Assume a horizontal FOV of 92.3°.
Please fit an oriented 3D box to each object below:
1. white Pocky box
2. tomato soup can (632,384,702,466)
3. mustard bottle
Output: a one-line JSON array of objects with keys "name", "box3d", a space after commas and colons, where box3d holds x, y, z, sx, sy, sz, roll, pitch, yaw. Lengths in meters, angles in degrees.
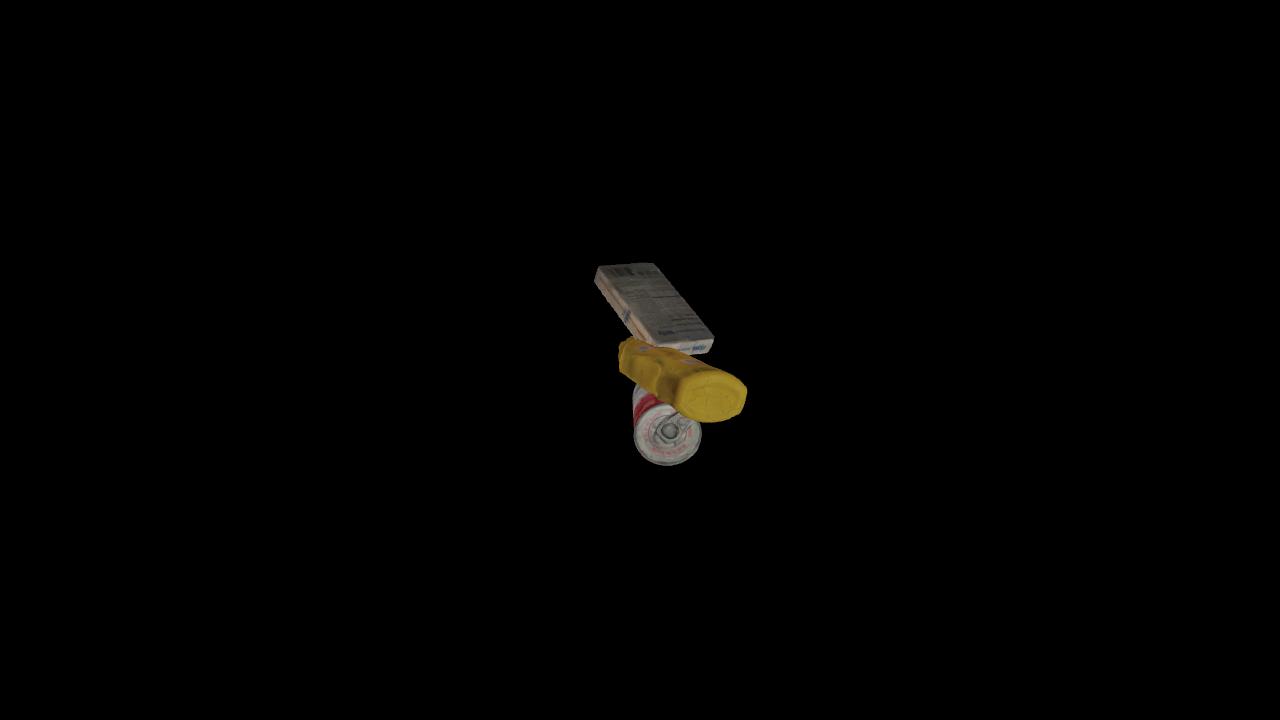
[{"name": "white Pocky box", "box3d": [0.015, -0.063, 0.734, 0.084, 0.028, 0.154, -8, 45, -32]}, {"name": "tomato soup can", "box3d": [0.025, 0.058, 0.646, 0.068, 0.068, 0.101, 0, 18, -2]}, {"name": "mustard bottle", "box3d": [0.027, 0.011, 0.670, 0.092, 0.054, 0.184, 1, 16, -32]}]
